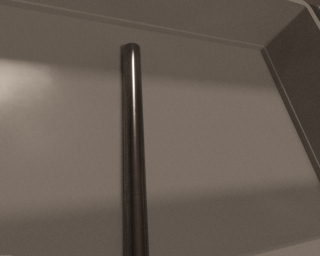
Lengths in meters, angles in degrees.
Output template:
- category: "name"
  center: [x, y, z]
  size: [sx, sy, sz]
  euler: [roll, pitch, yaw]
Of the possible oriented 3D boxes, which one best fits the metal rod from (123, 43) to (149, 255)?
- category: "metal rod"
  center: [-0.032, 0.013, 0.381]
  size: [0.025, 0.025, 0.299]
  euler: [10, 57, -23]
